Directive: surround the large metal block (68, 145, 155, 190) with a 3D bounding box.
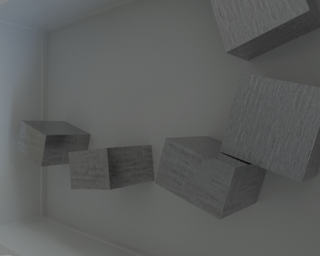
[{"bbox_3d":[-0.066,0.053,0.426,0.080,0.081,0.050,-9,85,40],"label":"large metal block"}]

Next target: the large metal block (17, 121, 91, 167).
[{"bbox_3d":[-0.177,0.023,0.518,0.080,0.081,0.050,21,104,38],"label":"large metal block"}]

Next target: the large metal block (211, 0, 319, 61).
[{"bbox_3d":[0.101,-0.124,0.307,0.080,0.050,0.080,-22,76,38],"label":"large metal block"}]

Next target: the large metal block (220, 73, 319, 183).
[{"bbox_3d":[0.114,-0.004,0.296,0.080,0.050,0.079,21,103,38],"label":"large metal block"}]

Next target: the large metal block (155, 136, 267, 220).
[{"bbox_3d":[0.055,0.046,0.325,0.080,0.081,0.050,22,104,38],"label":"large metal block"}]
